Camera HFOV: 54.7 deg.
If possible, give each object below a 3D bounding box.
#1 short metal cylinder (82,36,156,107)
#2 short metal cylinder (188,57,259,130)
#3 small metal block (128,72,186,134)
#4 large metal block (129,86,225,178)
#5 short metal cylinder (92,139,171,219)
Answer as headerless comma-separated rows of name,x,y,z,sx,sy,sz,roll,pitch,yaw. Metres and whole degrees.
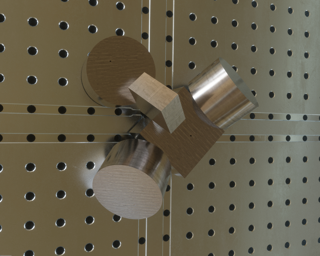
short metal cylinder,-0.052,-0.066,0.377,0.081,0.050,0.079,0,90,-20
short metal cylinder,0.082,-0.045,0.402,0.050,0.080,0.080,-38,106,24
small metal block,-0.002,-0.027,0.342,0.050,0.050,0.025,37,76,28
large metal block,0.021,0.005,0.401,0.080,0.050,0.080,46,76,-14
short metal cylinder,-0.031,0.060,0.362,0.080,0.050,0.079,7,122,11
